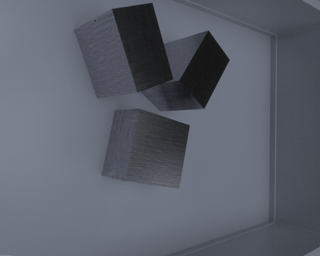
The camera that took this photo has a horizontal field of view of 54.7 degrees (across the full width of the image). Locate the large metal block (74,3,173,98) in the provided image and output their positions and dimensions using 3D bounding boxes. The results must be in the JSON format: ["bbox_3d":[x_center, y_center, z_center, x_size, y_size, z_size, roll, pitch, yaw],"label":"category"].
[{"bbox_3d":[-0.041,-0.080,0.336,0.050,0.080,0.080,-27,107,-37],"label":"large metal block"}]

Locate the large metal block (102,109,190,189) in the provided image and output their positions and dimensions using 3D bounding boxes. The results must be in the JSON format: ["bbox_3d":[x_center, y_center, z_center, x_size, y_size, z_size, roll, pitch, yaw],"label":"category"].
[{"bbox_3d":[-0.016,0.026,0.377,0.081,0.050,0.080,17,79,-39],"label":"large metal block"}]

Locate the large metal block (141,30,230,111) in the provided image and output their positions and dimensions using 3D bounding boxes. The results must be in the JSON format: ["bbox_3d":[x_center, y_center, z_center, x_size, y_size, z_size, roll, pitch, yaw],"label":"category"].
[{"bbox_3d":[0.029,-0.069,0.395,0.050,0.080,0.080,44,64,-31],"label":"large metal block"}]
